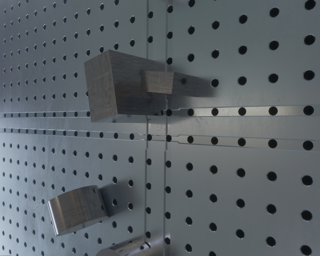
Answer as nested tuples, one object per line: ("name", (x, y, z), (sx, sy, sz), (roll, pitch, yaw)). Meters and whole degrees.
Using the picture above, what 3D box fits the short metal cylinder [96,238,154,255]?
("short metal cylinder", (-0.049, 0.202, 0.433), (0.080, 0.050, 0.079), (0, 90, 40))

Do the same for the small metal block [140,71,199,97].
("small metal block", (0.012, -0.054, 0.384), (0.050, 0.050, 0.025), (11, 97, 39))

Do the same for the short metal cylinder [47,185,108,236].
("short metal cylinder", (-0.126, 0.127, 0.478), (0.080, 0.081, 0.050), (-35, 69, 34))

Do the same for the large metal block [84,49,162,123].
("large metal block", (-0.048, -0.051, 0.413), (0.050, 0.081, 0.080), (-14, 81, 39))
